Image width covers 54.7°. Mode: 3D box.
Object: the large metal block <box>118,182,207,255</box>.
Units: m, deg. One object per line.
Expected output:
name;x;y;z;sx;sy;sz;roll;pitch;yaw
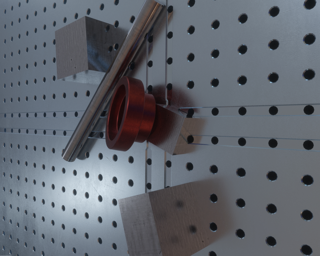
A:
large metal block;0.004;0.114;0.370;0.050;0.081;0.080;-22;76;38

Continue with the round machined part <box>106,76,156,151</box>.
round machined part;-0.038;-0.017;0.412;0.098;0.042;0.097;-168;90;-68

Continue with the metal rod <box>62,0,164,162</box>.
metal rod;-0.082;-0.060;0.477;0.025;0.025;0.298;50;119;28

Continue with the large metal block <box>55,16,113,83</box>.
large metal block;-0.121;-0.120;0.493;0.080;0.050;0.080;-6;86;40

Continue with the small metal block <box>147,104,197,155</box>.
small metal block;0.013;0.001;0.399;0.050;0.025;0.050;28;108;36
